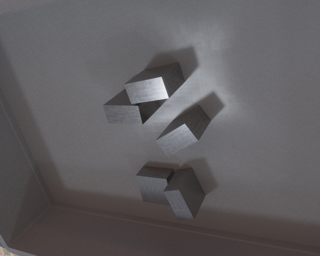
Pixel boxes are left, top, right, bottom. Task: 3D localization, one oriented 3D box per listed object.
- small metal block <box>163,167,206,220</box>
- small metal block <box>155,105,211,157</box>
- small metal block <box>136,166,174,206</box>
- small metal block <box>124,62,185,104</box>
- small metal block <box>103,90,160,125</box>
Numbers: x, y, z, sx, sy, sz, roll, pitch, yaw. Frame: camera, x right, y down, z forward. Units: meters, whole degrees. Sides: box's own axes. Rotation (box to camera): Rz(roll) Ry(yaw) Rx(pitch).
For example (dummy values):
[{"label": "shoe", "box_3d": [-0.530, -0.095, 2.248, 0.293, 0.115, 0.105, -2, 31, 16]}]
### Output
[{"label": "small metal block", "box_3d": [0.035, 0.091, 0.430, 0.025, 0.050, 0.050, -15, 111, 34]}, {"label": "small metal block", "box_3d": [0.029, 0.003, 0.379, 0.050, 0.050, 0.025, -32, 101, 38]}, {"label": "small metal block", "box_3d": [-0.003, 0.086, 0.464, 0.050, 0.025, 0.050, 2, 120, 27]}, {"label": "small metal block", "box_3d": [-0.005, -0.053, 0.363, 0.050, 0.050, 0.025, -6, 115, 31]}, {"label": "small metal block", "box_3d": [-0.035, -0.028, 0.394, 0.050, 0.050, 0.025, 3, 120, 27]}]
